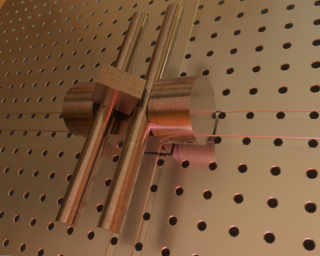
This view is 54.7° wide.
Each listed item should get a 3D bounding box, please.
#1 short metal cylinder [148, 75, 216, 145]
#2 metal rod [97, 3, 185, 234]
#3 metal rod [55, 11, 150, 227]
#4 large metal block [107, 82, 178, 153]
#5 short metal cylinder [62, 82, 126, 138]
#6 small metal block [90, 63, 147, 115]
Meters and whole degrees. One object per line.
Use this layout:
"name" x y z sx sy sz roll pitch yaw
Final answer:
"short metal cylinder" 0.028 -0.021 0.365 0.050 0.080 0.080 0 62 29
"metal rod" -0.014 -0.031 0.366 0.025 0.025 0.300 1 62 28
"metal rod" -0.063 -0.029 0.391 0.025 0.025 0.300 1 62 28
"large metal block" -0.023 -0.015 0.409 0.080 0.050 0.080 1 62 28
"short metal cylinder" -0.086 -0.024 0.429 0.050 0.080 0.080 2 63 29
"small metal block" -0.049 -0.043 0.359 0.050 0.050 0.025 137 151 -62
